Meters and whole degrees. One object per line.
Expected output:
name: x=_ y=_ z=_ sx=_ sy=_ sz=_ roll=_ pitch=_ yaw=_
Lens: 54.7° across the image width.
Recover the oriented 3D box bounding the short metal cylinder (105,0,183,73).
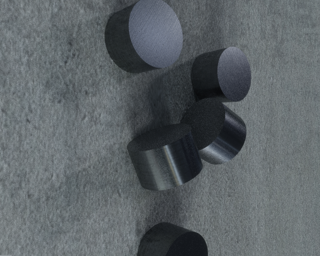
short metal cylinder: x=-0.019 y=-0.109 z=0.374 sx=0.081 sy=0.050 sz=0.079 roll=0 pitch=90 yaw=-40

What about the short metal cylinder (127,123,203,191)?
short metal cylinder: x=0.006 y=0.033 z=0.376 sx=0.081 sy=0.080 sz=0.050 roll=-30 pitch=109 yaw=-36

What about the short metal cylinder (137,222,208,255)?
short metal cylinder: x=0.017 y=0.170 z=0.405 sx=0.081 sy=0.050 sz=0.079 roll=0 pitch=90 yaw=-40

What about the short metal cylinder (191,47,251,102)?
short metal cylinder: x=0.093 y=-0.078 z=0.469 sx=0.081 sy=0.050 sz=0.079 roll=0 pitch=90 yaw=-40

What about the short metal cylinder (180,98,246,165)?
short metal cylinder: x=0.071 y=0.005 z=0.431 sx=0.050 sy=0.080 sz=0.080 roll=31 pitch=71 yaw=-36
